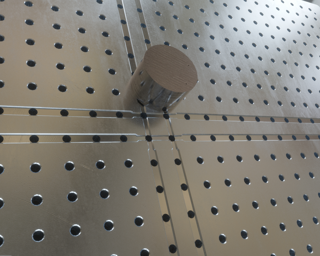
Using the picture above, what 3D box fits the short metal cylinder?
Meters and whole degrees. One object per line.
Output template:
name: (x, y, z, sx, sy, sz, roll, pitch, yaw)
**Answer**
short metal cylinder: (0.005, -0.070, 0.437, 0.081, 0.050, 0.080, 13, 56, -21)
